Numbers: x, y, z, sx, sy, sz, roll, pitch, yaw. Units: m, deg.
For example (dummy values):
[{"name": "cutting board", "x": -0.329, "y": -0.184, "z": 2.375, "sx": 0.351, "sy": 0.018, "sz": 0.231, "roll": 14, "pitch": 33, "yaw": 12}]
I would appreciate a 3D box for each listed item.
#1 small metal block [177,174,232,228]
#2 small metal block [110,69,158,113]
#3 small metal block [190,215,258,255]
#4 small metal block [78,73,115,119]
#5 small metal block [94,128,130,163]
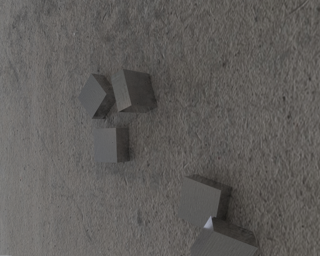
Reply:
[{"name": "small metal block", "x": 0.052, "y": 0.087, "z": 0.362, "sx": 0.050, "sy": 0.025, "sz": 0.050, "roll": 15, "pitch": 100, "yaw": 39}, {"name": "small metal block", "x": -0.034, "y": -0.048, "z": 0.417, "sx": 0.025, "sy": 0.050, "sz": 0.050, "roll": -23, "pitch": 76, "yaw": 38}, {"name": "small metal block", "x": 0.067, "y": 0.129, "z": 0.332, "sx": 0.050, "sy": 0.025, "sz": 0.050, "roll": 23, "pitch": 110, "yaw": -7}, {"name": "small metal block", "x": -0.097, "y": -0.049, "z": 0.485, "sx": 0.050, "sy": 0.025, "sz": 0.050, "roll": 51, "pitch": 120, "yaw": 27}, {"name": "small metal block", "x": -0.073, "y": 0.026, "z": 0.465, "sx": 0.050, "sy": 0.025, "sz": 0.050, "roll": -3, "pitch": 88, "yaw": 40}]
